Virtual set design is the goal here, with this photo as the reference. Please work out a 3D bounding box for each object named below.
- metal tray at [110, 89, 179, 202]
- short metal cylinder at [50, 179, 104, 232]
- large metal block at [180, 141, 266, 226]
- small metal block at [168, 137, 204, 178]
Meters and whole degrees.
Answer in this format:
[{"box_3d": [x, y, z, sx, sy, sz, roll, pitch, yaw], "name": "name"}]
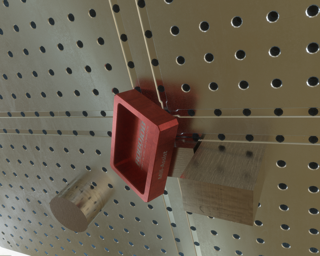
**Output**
[{"box_3d": [-0.027, 0.025, 0.415, 0.090, 0.030, 0.129, 38, 134, 34], "name": "metal tray"}, {"box_3d": [-0.149, 0.141, 0.561, 0.080, 0.050, 0.079, 13, 124, 21], "name": "short metal cylinder"}, {"box_3d": [0.078, 0.062, 0.373, 0.080, 0.080, 0.050, 6, 121, 25], "name": "large metal block"}, {"box_3d": [0.029, 0.041, 0.421, 0.050, 0.025, 0.050, 2, 120, 27], "name": "small metal block"}]
